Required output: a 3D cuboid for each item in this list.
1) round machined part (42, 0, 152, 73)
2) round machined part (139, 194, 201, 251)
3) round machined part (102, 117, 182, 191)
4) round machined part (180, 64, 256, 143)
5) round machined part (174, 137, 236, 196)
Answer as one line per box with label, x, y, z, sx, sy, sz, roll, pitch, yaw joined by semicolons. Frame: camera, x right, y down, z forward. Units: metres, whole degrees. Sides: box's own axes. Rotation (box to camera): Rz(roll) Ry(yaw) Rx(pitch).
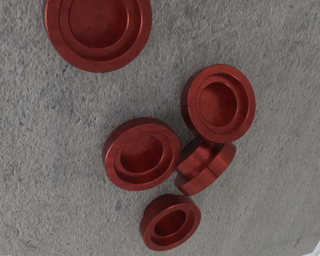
round machined part;-0.061;-0.106;0.297;0.099;0.042;0.097;-14;124;-21
round machined part;0.012;0.144;0.492;0.099;0.042;0.097;-14;124;-21
round machined part;-0.025;0.029;0.396;0.099;0.042;0.097;-10;121;-18
round machined part;0.070;-0.030;0.398;0.099;0.042;0.097;1;89;-23
round machined part;0.054;0.044;0.428;0.098;0.098;0.042;-44;95;3
